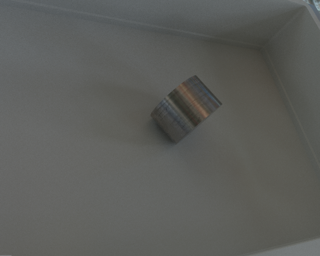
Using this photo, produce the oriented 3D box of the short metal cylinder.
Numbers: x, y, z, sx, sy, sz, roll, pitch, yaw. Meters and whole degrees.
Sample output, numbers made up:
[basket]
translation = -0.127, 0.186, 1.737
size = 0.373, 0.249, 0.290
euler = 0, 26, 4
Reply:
[short metal cylinder]
translation = 0.034, -0.023, 0.405
size = 0.050, 0.080, 0.081
euler = 49, 51, 6
